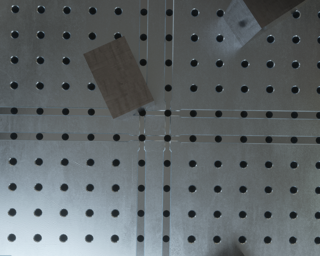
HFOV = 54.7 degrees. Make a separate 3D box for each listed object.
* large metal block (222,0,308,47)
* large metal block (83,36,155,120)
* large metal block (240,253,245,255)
[{"bbox_3d":[0.134,-0.155,0.388,0.080,0.080,0.050,-33,90,0],"label":"large metal block"},{"bbox_3d":[-0.046,-0.057,0.385,0.050,0.080,0.080,-25,90,0],"label":"large metal block"},{"bbox_3d":[0.108,0.229,0.403,0.080,0.050,0.080,-38,91,0],"label":"large metal block"}]
